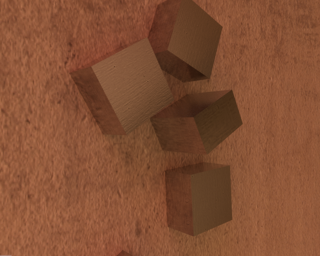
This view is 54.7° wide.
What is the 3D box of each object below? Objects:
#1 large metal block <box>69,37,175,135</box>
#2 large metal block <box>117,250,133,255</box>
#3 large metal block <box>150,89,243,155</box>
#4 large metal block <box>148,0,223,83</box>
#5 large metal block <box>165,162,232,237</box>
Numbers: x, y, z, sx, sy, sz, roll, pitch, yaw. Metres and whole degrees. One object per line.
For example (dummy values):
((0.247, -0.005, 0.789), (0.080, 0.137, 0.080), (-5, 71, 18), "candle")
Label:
((-0.041, -0.047, 0.356), (0.080, 0.050, 0.080), (-39, 114, -33), "large metal block")
((-0.043, 0.206, 0.355), (0.081, 0.050, 0.080), (-36, 112, -34), "large metal block")
((0.048, -0.009, 0.412), (0.081, 0.080, 0.050), (-34, 112, -35), "large metal block")
((0.032, -0.117, 0.417), (0.080, 0.050, 0.080), (25, 75, -38), "large metal block")
((0.055, 0.096, 0.438), (0.081, 0.050, 0.079), (-5, 94, -40), "large metal block")
